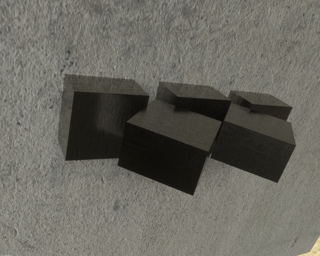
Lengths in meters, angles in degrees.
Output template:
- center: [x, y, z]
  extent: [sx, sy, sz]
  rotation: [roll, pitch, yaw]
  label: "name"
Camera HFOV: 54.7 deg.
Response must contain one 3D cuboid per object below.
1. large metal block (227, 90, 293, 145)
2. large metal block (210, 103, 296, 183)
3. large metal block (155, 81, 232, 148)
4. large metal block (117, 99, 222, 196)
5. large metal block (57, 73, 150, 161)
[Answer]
- center: [0.137, -0.008, 0.465]
  extent: [0.081, 0.050, 0.079]
  rotation: [1, 118, -30]
  label: "large metal block"
- center: [0.115, 0.014, 0.385]
  extent: [0.080, 0.080, 0.050]
  rotation: [20, 114, 11]
  label: "large metal block"
- center: [0.035, -0.012, 0.406]
  extent: [0.081, 0.050, 0.079]
  rotation: [1, 118, -29]
  label: "large metal block"
- center: [0.013, 0.015, 0.326]
  extent: [0.080, 0.080, 0.050]
  rotation: [-47, 155, -62]
  label: "large metal block"
- center: [-0.066, -0.012, 0.350]
  extent: [0.081, 0.050, 0.079]
  rotation: [0, 118, -29]
  label: "large metal block"
